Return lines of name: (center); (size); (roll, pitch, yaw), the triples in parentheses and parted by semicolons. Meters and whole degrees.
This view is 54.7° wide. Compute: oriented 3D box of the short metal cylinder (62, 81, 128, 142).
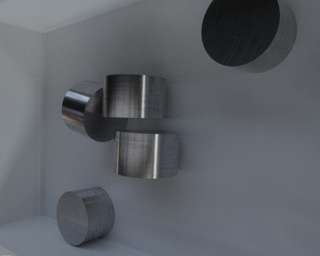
short metal cylinder: (-0.091, -0.025, 0.444); (0.050, 0.081, 0.079); (18, 102, 38)

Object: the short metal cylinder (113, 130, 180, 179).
short metal cylinder: (-0.016, 0.029, 0.383); (0.080, 0.081, 0.050); (5, 93, 39)

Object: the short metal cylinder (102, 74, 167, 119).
short metal cylinder: (-0.032, -0.038, 0.396); (0.080, 0.081, 0.050); (3, 92, 39)

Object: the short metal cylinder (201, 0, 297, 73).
short metal cylinder: (0.090, -0.099, 0.315); (0.080, 0.050, 0.079); (0, 90, 39)

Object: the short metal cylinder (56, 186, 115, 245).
short metal cylinder: (-0.117, 0.135, 0.484); (0.080, 0.050, 0.079); (0, 90, 39)
